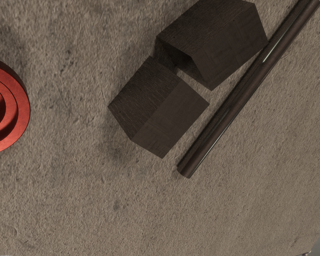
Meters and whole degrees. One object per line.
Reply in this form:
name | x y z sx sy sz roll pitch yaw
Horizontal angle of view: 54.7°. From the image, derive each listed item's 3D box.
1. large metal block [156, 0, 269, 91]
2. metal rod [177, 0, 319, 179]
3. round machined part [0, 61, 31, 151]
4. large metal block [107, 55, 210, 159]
large metal block | 0.056 -0.098 0.343 0.080 0.080 0.050 -40 130 -1
metal rod | 0.120 -0.051 0.442 0.025 0.025 0.299 27 104 -38
round machined part | -0.175 -0.024 0.286 0.099 0.042 0.097 -14 125 -21
large metal block | -0.005 -0.026 0.354 0.080 0.080 0.050 -50 129 7
